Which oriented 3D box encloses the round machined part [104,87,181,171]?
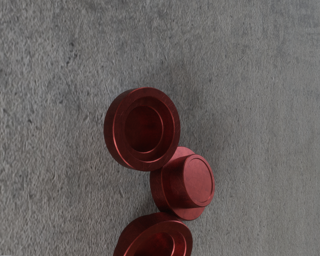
[{"bbox_3d":[-0.025,0.001,0.373,0.099,0.042,0.097,0,90,-40],"label":"round machined part"}]

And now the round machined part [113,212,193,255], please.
[{"bbox_3d":[-0.012,0.145,0.372,0.099,0.042,0.097,-11,112,-30],"label":"round machined part"}]

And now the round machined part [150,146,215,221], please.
[{"bbox_3d":[0.036,0.071,0.407,0.099,0.042,0.098,21,60,-43],"label":"round machined part"}]
